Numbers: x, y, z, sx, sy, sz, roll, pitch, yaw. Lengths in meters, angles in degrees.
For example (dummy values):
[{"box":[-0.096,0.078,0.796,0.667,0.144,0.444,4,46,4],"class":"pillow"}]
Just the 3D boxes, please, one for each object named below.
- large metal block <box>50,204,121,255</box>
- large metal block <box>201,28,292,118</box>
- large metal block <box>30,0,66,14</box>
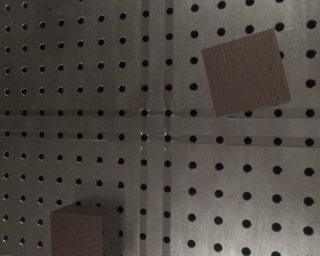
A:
[{"box":[-0.103,0.154,0.434,0.080,0.050,0.079,-2,90,19],"class":"large metal block"},{"box":[0.101,-0.060,0.364,0.080,0.050,0.080,-13,86,19],"class":"large metal block"},{"box":[-0.167,-0.223,0.440,0.050,0.080,0.080,44,103,14],"class":"large metal block"}]
